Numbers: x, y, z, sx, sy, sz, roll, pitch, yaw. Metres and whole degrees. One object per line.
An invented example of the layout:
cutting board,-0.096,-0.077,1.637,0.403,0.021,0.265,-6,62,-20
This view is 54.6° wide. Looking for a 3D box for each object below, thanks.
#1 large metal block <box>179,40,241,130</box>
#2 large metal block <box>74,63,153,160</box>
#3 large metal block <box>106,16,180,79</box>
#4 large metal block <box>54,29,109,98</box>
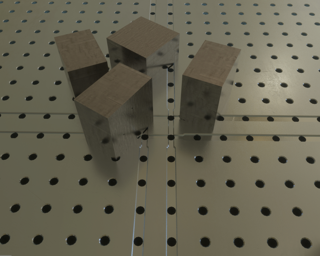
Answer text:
large metal block,0.067,-0.058,0.422,0.050,0.080,0.080,20,53,16
large metal block,-0.053,-0.021,0.389,0.050,0.080,0.080,28,56,21
large metal block,-0.026,-0.127,0.498,0.080,0.050,0.080,32,57,24
large metal block,-0.106,-0.079,0.438,0.050,0.080,0.080,-19,53,-15
